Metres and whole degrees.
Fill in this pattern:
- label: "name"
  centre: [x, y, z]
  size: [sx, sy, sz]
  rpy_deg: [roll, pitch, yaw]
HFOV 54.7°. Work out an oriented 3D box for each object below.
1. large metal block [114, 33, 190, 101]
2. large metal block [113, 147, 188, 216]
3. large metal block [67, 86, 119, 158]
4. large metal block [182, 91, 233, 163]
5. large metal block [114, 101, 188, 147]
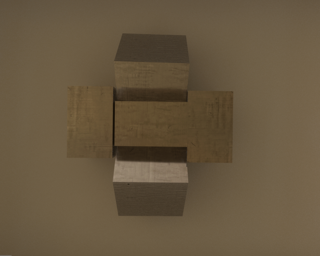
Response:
- label: "large metal block"
  centre: [-0.009, -0.075, 0.376]
  size: [0.081, 0.080, 0.050]
  rpy_deg: [2, 128, 0]
- label: "large metal block"
  centre: [-0.011, 0.066, 0.376]
  size: [0.081, 0.080, 0.050]
  rpy_deg: [1, 48, -1]
- label: "large metal block"
  centre: [-0.077, -0.007, 0.382]
  size: [0.050, 0.080, 0.080]
  rpy_deg: [1, 90, 0]
- label: "large metal block"
  centre: [0.056, -0.002, 0.383]
  size: [0.050, 0.080, 0.080]
  rpy_deg: [1, 90, 0]
- label: "large metal block"
  centre: [-0.010, -0.005, 0.383]
  size: [0.081, 0.080, 0.050]
  rpy_deg: [1, 90, 0]
